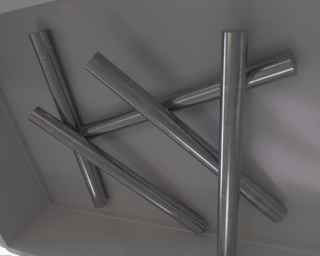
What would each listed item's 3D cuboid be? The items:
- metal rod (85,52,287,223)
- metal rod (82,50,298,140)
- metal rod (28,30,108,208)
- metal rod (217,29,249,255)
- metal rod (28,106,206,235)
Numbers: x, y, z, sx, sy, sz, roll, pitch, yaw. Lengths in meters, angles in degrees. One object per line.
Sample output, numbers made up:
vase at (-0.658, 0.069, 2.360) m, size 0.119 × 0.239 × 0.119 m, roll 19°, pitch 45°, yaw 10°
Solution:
metal rod at (0.038, 0.017, 0.374) m, size 0.300 × 0.025 × 0.025 m, roll 39°, pitch 130°, yaw -9°
metal rod at (0.011, -0.029, 0.385) m, size 0.300 × 0.025 × 0.025 m, roll -16°, pitch 110°, yaw 34°
metal rod at (-0.134, 0.002, 0.480) m, size 0.025 × 0.025 × 0.298 m, roll 1°, pitch 119°, yaw 27°
metal rod at (0.079, 0.045, 0.350) m, size 0.025 × 0.025 × 0.298 m, roll 8°, pitch 117°, yaw 24°
metal rod at (-0.060, 0.065, 0.460) m, size 0.301 × 0.025 × 0.025 m, roll 35°, pitch 129°, yaw -3°
